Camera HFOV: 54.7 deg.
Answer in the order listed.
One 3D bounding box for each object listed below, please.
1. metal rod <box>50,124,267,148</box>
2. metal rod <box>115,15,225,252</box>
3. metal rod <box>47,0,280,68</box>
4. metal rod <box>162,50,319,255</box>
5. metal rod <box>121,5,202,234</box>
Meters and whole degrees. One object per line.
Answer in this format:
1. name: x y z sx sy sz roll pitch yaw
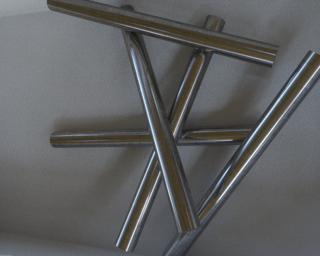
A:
1. metal rod: -0.016 0.012 0.415 0.301 0.025 0.025 -2 89 19
2. metal rod: 0.014 0.004 0.378 0.025 0.025 0.299 21 87 19
3. metal rod: -0.010 -0.125 0.379 0.301 0.025 0.025 20 97 17
4. metal rod: 0.088 0.049 0.358 0.025 0.025 0.298 37 109 16
5. metal rod: -0.009 -0.029 0.370 0.025 0.025 0.299 -24 66 18
